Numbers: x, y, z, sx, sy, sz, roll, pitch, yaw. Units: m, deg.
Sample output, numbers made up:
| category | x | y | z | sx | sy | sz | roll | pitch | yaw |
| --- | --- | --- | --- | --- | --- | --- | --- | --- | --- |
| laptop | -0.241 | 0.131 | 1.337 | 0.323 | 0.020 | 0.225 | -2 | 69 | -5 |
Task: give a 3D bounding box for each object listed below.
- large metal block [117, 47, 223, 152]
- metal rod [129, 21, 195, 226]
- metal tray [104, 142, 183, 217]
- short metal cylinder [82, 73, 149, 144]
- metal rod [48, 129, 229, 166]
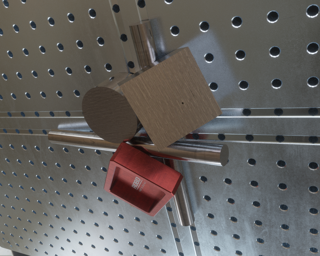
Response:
| category | x | y | z | sx | sy | sz | roll | pitch | yaw |
| --- | --- | --- | --- | --- | --- | --- | --- | --- | --- |
| large metal block | 0.009 | -0.033 | 0.344 | 0.080 | 0.050 | 0.080 | -31 | 105 | -3 |
| metal rod | 0.009 | 0.012 | 0.414 | 0.025 | 0.025 | 0.298 | 1 | 119 | 28 |
| metal tray | -0.029 | 0.078 | 0.438 | 0.090 | 0.030 | 0.129 | 29 | 149 | 2 |
| short metal cylinder | -0.054 | -0.026 | 0.407 | 0.080 | 0.050 | 0.079 | 13 | 124 | 21 |
| metal rod | -0.052 | 0.022 | 0.431 | 0.300 | 0.025 | 0.025 | 4 | 121 | 34 |
